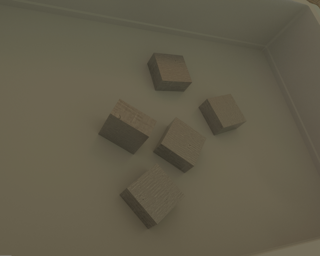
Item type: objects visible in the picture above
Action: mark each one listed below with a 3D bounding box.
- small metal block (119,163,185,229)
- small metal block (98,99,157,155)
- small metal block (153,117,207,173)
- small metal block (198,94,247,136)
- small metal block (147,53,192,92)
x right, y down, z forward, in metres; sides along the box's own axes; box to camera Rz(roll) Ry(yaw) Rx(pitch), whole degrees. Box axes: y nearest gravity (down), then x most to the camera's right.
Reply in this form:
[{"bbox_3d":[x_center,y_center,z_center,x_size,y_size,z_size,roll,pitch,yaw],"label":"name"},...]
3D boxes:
[{"bbox_3d":[-0.008,0.077,0.354,0.050,0.025,0.050,49,51,6],"label":"small metal block"},{"bbox_3d":[-0.039,0.000,0.368,0.050,0.050,0.025,31,52,-8],"label":"small metal block"},{"bbox_3d":[0.027,0.022,0.406,0.050,0.025,0.050,35,51,-6],"label":"small metal block"},{"bbox_3d":[0.095,-0.021,0.469,0.050,0.025,0.050,-14,69,-34],"label":"small metal block"},{"bbox_3d":[0.014,-0.083,0.464,0.050,0.025,0.050,-2,63,-29],"label":"small metal block"}]
